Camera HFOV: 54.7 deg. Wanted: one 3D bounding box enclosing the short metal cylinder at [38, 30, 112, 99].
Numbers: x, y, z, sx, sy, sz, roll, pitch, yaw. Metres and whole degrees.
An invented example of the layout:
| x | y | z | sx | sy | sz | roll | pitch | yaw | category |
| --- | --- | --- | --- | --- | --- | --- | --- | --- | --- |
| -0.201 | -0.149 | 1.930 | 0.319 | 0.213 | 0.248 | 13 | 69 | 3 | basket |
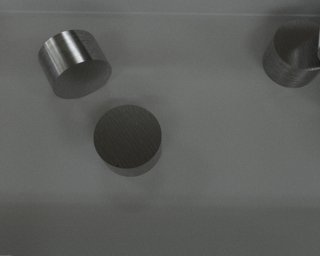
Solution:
| x | y | z | sx | sy | sz | roll | pitch | yaw | category |
| --- | --- | --- | --- | --- | --- | --- | --- | --- | --- |
| -0.111 | -0.082 | 0.410 | 0.080 | 0.080 | 0.050 | -27 | 73 | -9 | short metal cylinder |

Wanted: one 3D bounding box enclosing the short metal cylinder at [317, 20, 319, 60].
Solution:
| x | y | z | sx | sy | sz | roll | pitch | yaw | category |
| --- | --- | --- | --- | --- | --- | --- | --- | --- | --- |
| 0.235 | -0.112 | 0.370 | 0.080 | 0.080 | 0.050 | 12 | 71 | 4 | short metal cylinder |

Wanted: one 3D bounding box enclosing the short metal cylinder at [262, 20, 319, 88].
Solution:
| x | y | z | sx | sy | sz | roll | pitch | yaw | category |
| --- | --- | --- | --- | --- | --- | --- | --- | --- | --- |
| 0.192 | -0.103 | 0.435 | 0.081 | 0.050 | 0.080 | 0 | 70 | 0 | short metal cylinder |

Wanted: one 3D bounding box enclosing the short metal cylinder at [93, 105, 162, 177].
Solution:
| x | y | z | sx | sy | sz | roll | pitch | yaw | category |
| --- | --- | --- | --- | --- | --- | --- | --- | --- | --- |
| -0.038 | 0.017 | 0.390 | 0.081 | 0.050 | 0.080 | 0 | 70 | 0 | short metal cylinder |
